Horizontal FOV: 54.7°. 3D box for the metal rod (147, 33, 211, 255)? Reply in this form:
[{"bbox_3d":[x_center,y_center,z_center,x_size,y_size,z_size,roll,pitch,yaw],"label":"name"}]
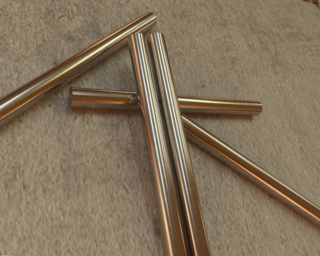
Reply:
[{"bbox_3d":[0.020,0.014,0.384,0.025,0.025,0.299,0,69,-29],"label":"metal rod"}]

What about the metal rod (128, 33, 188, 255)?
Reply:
[{"bbox_3d":[-0.005,0.020,0.368,0.025,0.025,0.299,0,69,-29],"label":"metal rod"}]

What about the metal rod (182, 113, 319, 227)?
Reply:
[{"bbox_3d":[0.148,0.073,0.441,0.301,0.025,0.025,34,51,-6],"label":"metal rod"}]

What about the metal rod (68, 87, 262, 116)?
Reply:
[{"bbox_3d":[0.027,-0.034,0.440,0.303,0.025,0.025,1,62,-28],"label":"metal rod"}]

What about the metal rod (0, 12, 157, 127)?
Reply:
[{"bbox_3d":[-0.096,-0.092,0.409,0.025,0.025,0.301,43,51,1],"label":"metal rod"}]
